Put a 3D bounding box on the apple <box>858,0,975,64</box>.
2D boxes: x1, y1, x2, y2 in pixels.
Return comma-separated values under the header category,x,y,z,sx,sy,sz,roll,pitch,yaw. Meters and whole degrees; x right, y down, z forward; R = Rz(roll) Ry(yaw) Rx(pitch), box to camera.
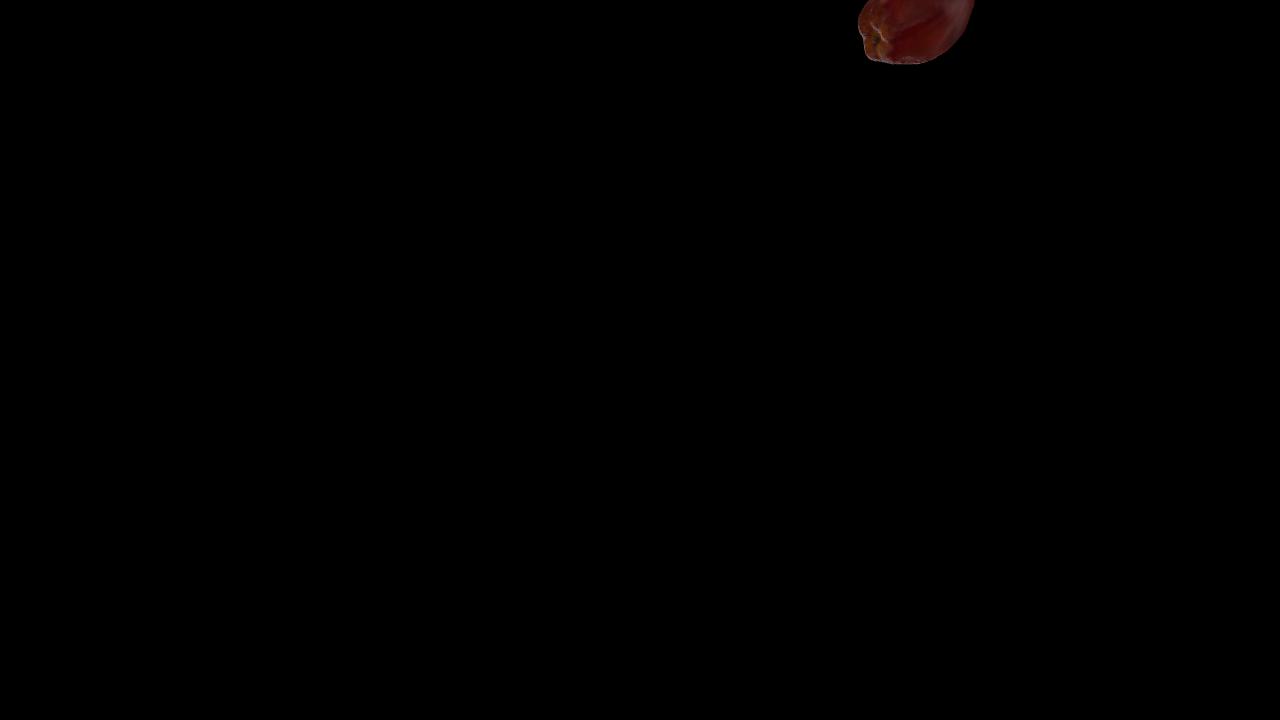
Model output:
category,x,y,z,sx,sy,sz,roll,pitch,yaw
apple,0.228,-0.286,0.507,0.093,0.079,0.079,-37,8,-11
